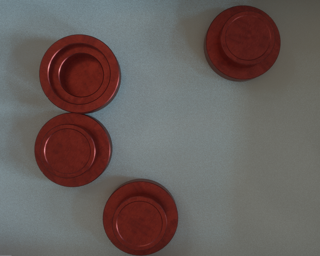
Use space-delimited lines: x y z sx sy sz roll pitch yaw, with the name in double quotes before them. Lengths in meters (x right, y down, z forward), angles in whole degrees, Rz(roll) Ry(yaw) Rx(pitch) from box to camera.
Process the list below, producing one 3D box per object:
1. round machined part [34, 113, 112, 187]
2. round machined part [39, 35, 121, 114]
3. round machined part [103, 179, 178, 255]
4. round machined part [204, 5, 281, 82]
"round machined part" -0.114 0.029 0.401 0.099 0.042 0.097 0 90 -1
"round machined part" -0.100 -0.067 0.402 0.099 0.042 0.097 0 90 -1
"round machined part" -0.025 0.118 0.403 0.099 0.042 0.097 0 90 -1
"round machined part" 0.109 -0.112 0.404 0.099 0.042 0.097 0 90 -1
